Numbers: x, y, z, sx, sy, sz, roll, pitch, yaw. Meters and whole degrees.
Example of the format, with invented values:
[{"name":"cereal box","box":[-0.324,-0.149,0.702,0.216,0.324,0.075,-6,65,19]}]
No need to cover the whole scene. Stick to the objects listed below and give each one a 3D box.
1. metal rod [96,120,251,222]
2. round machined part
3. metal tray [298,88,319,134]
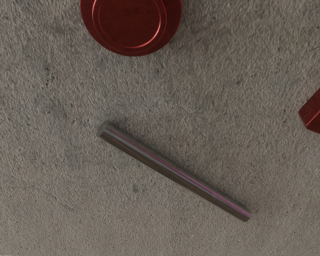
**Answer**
[{"name":"metal rod","box":[0.036,0.076,0.472,0.301,0.025,0.025,34,122,-26]},{"name":"round machined part","box":[-0.028,-0.113,0.300,0.099,0.042,0.097,-1,130,0]},{"name":"metal tray","box":[0.247,-0.041,0.373,0.091,0.030,0.129,18,128,-15]}]
